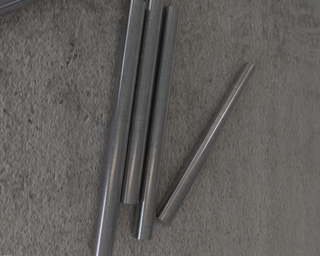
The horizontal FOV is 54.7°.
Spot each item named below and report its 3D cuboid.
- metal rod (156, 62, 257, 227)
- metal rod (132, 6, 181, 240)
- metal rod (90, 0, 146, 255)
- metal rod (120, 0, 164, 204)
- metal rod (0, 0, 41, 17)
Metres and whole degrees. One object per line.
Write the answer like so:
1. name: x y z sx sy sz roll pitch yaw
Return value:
1. metal rod: 0.078 0.010 0.469 0.025 0.025 0.301 49 61 -29
2. metal rod: -0.003 -0.011 0.401 0.025 0.025 0.298 12 82 -39
3. metal rod: -0.048 -0.005 0.364 0.025 0.025 0.298 12 83 -40
4. metal rod: -0.020 -0.059 0.387 0.025 0.025 0.298 12 82 -40
5. metal rod: -0.110 -0.147 0.311 0.302 0.025 0.025 -41 115 -32
